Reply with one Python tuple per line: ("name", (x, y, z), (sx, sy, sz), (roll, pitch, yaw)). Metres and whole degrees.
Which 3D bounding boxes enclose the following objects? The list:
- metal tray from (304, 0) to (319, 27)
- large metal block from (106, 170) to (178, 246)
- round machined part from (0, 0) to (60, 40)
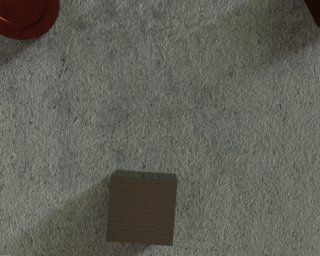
("metal tray", (0.255, -0.204, 0.410), (0.130, 0.030, 0.090), (-28, 90, -1))
("large metal block", (-0.022, 0.100, 0.397), (0.081, 0.050, 0.079), (4, 90, -1))
("round machined part", (-0.177, -0.159, 0.382), (0.099, 0.042, 0.097), (-5, 110, -13))
